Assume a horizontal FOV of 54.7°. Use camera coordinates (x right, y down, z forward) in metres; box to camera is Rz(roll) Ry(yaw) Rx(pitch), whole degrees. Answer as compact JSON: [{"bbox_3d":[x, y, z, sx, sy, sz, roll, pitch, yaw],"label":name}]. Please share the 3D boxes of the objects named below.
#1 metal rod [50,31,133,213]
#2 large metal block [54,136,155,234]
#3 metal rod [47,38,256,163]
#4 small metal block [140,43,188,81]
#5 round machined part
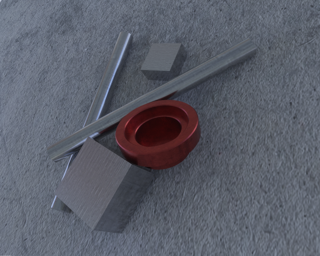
[{"bbox_3d":[-0.094,-0.024,0.465,0.025,0.025,0.300,2,62,28],"label":"metal rod"},{"bbox_3d":[-0.067,0.068,0.373,0.080,0.050,0.080,27,84,36],"label":"large metal block"},{"bbox_3d":[-0.013,-0.036,0.412,0.301,0.025,0.025,-28,52,2],"label":"metal rod"},{"bbox_3d":[0.006,-0.098,0.459,0.050,0.025,0.050,9,66,31],"label":"small metal block"},{"bbox_3d":[0.000,0.011,0.371,0.098,0.042,0.098,-10,38,8],"label":"round machined part"}]
